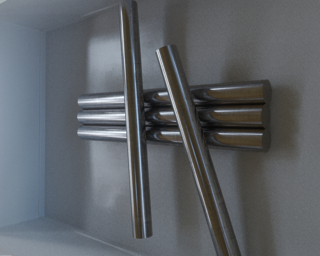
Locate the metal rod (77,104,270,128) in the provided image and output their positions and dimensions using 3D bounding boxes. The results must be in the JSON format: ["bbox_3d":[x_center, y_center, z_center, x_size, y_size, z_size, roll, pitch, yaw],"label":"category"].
[{"bbox_3d":[-0.008,-0.015,0.410,0.300,0.025,0.025,1,91,39],"label":"metal rod"}]

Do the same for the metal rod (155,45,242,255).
[{"bbox_3d":[0.049,0.054,0.337,0.025,0.025,0.298,-20,84,38],"label":"metal rod"}]

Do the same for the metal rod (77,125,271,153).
[{"bbox_3d":[-0.008,0.010,0.410,0.300,0.025,0.025,1,91,39],"label":"metal rod"}]

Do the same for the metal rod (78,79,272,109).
[{"bbox_3d":[-0.007,-0.040,0.409,0.300,0.025,0.025,1,91,39],"label":"metal rod"}]

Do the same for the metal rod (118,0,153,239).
[{"bbox_3d":[-0.032,-0.014,0.396,0.025,0.025,0.298,-7,86,39],"label":"metal rod"}]
